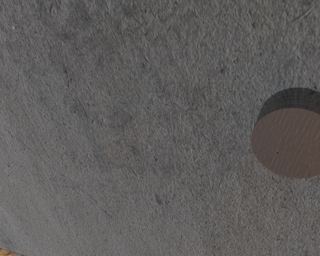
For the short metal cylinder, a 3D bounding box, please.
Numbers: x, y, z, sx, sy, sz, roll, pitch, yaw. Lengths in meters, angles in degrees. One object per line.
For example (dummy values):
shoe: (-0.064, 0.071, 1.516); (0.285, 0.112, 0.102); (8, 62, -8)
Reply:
short metal cylinder: (0.140, 0.005, 0.320); (0.080, 0.050, 0.079); (13, 124, 21)
